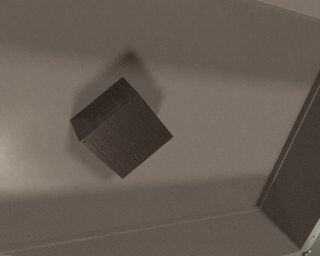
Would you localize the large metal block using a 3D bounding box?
[{"bbox_3d":[-0.044,0.001,0.370,0.080,0.050,0.080,-40,130,-1],"label":"large metal block"}]
